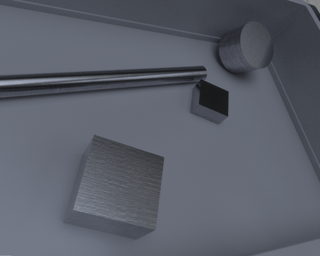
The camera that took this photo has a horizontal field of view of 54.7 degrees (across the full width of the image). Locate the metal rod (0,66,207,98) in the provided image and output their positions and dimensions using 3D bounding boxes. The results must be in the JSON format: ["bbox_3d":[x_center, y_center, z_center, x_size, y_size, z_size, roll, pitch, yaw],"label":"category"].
[{"bbox_3d":[-0.059,-0.066,0.415,0.303,0.025,0.025,-10,67,-33],"label":"metal rod"}]

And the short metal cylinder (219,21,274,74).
[{"bbox_3d":[0.150,-0.137,0.538,0.081,0.050,0.080,2,86,-32],"label":"short metal cylinder"}]

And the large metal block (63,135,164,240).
[{"bbox_3d":[-0.046,0.064,0.327,0.081,0.050,0.080,20,54,-17],"label":"large metal block"}]

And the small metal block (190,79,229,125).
[{"bbox_3d":[0.076,-0.040,0.473,0.050,0.025,0.050,21,54,-16],"label":"small metal block"}]
